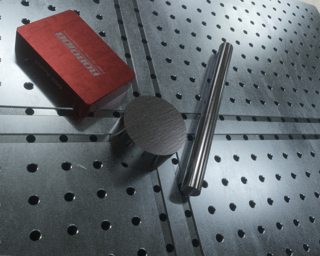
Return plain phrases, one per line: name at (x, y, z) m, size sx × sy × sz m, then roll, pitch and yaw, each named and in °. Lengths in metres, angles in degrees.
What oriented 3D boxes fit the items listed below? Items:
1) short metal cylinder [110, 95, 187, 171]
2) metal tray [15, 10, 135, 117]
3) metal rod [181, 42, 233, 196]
short metal cylinder at (-0.015, 0.007, 0.381) m, size 0.081 × 0.050 × 0.080 m, roll 14°, pitch 56°, yaw -21°
metal tray at (-0.107, -0.087, 0.401) m, size 0.130 × 0.030 × 0.091 m, roll 46°, pitch 51°, yaw 4°
metal rod at (0.079, -0.034, 0.473) m, size 0.025 × 0.025 × 0.300 m, roll 29°, pitch 52°, yaw -11°
